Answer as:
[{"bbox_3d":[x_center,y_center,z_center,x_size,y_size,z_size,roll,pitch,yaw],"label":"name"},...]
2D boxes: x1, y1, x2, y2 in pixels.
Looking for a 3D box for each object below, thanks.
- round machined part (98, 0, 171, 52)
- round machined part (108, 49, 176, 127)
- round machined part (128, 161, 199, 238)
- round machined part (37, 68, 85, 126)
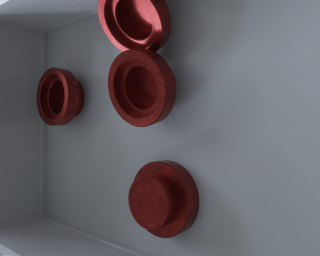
[{"bbox_3d":[-0.028,-0.144,0.398,0.098,0.042,0.097,23,140,21],"label":"round machined part"},{"bbox_3d":[-0.018,-0.053,0.402,0.098,0.042,0.097,13,112,36],"label":"round machined part"},{"bbox_3d":[-0.003,0.092,0.398,0.098,0.042,0.097,0,90,40],"label":"round machined part"},{"bbox_3d":[-0.168,-0.053,0.535,0.098,0.042,0.097,0,90,40],"label":"round machined part"}]
